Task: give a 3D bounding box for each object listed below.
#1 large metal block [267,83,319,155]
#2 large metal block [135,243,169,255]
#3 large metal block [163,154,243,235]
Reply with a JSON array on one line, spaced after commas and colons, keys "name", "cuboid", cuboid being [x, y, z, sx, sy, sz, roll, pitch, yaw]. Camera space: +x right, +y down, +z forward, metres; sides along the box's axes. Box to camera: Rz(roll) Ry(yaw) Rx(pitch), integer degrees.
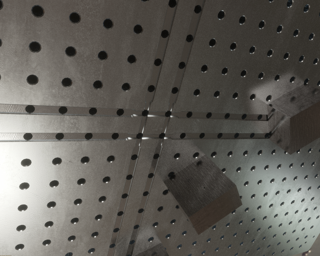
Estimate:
[{"name": "large metal block", "cuboid": [0.229, -0.016, 0.514, 0.080, 0.050, 0.080, -28, 128, -11]}, {"name": "large metal block", "cuboid": [-0.018, 0.265, 0.551, 0.081, 0.050, 0.079, -21, 127, -17]}, {"name": "large metal block", "cuboid": [0.065, 0.100, 0.475, 0.080, 0.080, 0.050, -32, 129, -8]}]
